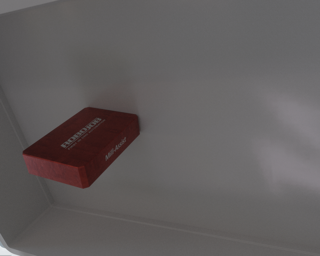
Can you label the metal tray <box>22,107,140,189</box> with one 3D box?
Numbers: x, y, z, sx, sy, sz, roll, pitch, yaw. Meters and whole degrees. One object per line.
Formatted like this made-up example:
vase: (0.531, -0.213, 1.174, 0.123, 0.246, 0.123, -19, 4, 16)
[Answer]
metal tray: (-0.096, 0.018, 0.403, 0.090, 0.131, 0.030, 10, 123, 23)
